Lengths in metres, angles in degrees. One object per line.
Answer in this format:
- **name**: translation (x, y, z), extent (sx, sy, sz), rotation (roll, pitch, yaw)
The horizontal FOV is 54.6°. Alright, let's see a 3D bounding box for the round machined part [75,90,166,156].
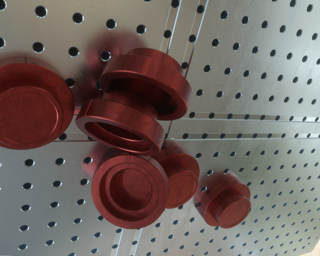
- **round machined part**: translation (-0.040, -0.007, 0.349), extent (0.098, 0.098, 0.042), rotation (37, 62, -39)

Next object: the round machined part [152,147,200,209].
- **round machined part**: translation (0.017, 0.080, 0.458), extent (0.099, 0.042, 0.097), rotation (-14, 124, -21)

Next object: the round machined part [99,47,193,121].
- **round machined part**: translation (-0.012, -0.050, 0.339), extent (0.098, 0.098, 0.042), rotation (37, 62, -39)

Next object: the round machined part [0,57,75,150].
- **round machined part**: translation (-0.136, -0.019, 0.314), extent (0.099, 0.042, 0.097), rotation (-14, 124, -21)

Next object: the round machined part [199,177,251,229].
- **round machined part**: translation (0.122, 0.139, 0.552), extent (0.099, 0.042, 0.097), rotation (-14, 124, -21)

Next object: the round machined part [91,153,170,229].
- **round machined part**: translation (-0.036, 0.078, 0.407), extent (0.098, 0.042, 0.097), rotation (1, 98, 10)
